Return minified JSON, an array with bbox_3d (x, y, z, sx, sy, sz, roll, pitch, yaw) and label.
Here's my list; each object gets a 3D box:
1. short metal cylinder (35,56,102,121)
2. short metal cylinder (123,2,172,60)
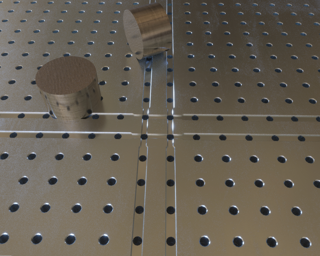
[{"bbox_3d":[-0.127,-0.057,0.438,0.081,0.050,0.080,0,50,0],"label":"short metal cylinder"},{"bbox_3d":[-0.021,-0.157,0.504,0.050,0.080,0.080,-21,53,-17],"label":"short metal cylinder"}]
